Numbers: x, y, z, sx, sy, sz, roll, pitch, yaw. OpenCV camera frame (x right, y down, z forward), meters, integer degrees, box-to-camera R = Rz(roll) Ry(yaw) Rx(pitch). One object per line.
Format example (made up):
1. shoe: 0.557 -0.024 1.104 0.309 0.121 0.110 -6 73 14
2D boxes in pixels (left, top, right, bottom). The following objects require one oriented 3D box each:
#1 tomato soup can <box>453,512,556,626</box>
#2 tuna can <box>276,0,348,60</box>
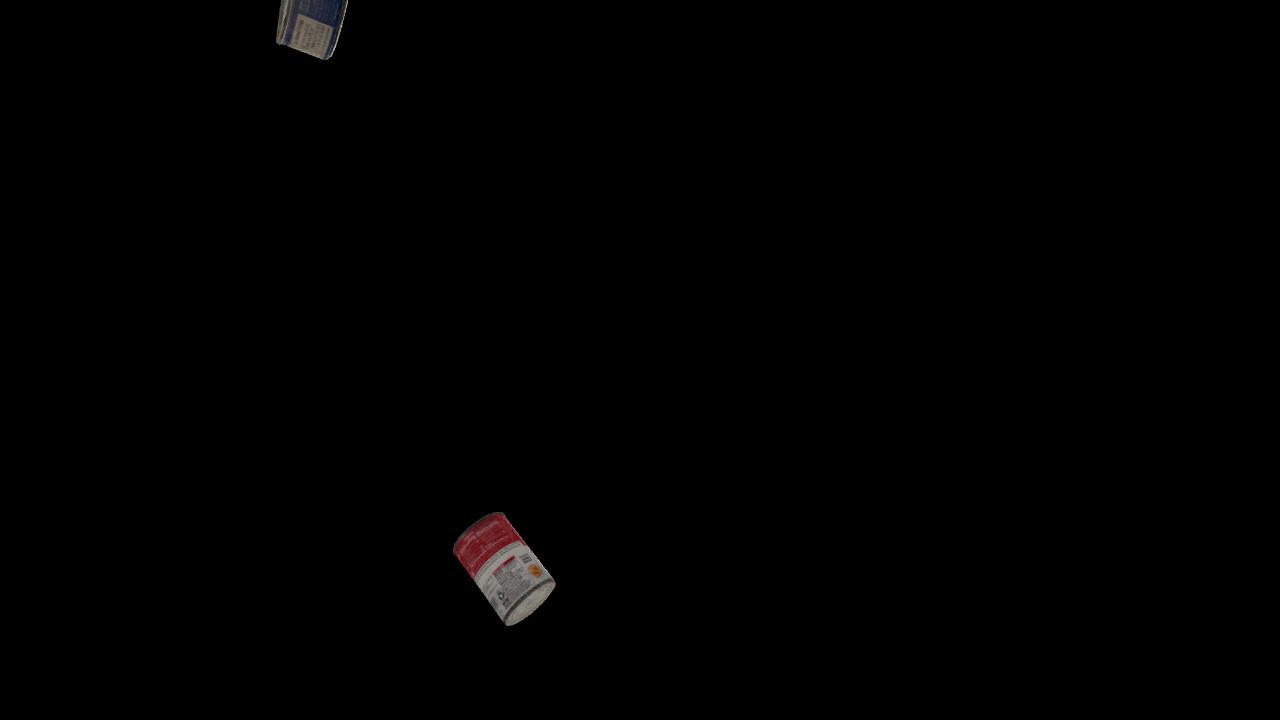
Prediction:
1. tomato soup can: -0.147 0.225 0.668 0.101 0.068 0.068 43 21 24
2. tuna can: -0.225 -0.256 0.426 0.034 0.084 0.084 9 -5 -36
